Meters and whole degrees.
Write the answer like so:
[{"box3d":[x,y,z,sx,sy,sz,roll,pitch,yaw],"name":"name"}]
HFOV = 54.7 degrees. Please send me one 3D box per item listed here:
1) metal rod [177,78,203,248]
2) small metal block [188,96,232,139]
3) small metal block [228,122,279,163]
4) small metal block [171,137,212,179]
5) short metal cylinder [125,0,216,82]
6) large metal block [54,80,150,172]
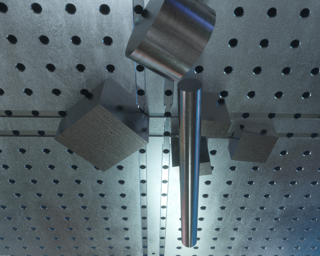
[{"box3d":[0.039,0.070,0.405,0.025,0.025,0.298,-3,131,2],"name":"metal rod"},{"box3d":[0.056,-0.015,0.383,0.050,0.050,0.025,7,130,-7],"name":"small metal block"},{"box3d":[0.129,0.021,0.432,0.050,0.025,0.050,6,130,-6],"name":"small metal block"},{"box3d":[0.043,0.041,0.431,0.050,0.050,0.025,-9,130,7],"name":"small metal block"},{"box3d":[0.008,-0.092,0.298,0.050,0.080,0.080,26,125,-21],"name":"short metal cylinder"},{"box3d":[-0.071,0.000,0.394,0.080,0.050,0.080,-34,123,25],"name":"large metal block"}]
